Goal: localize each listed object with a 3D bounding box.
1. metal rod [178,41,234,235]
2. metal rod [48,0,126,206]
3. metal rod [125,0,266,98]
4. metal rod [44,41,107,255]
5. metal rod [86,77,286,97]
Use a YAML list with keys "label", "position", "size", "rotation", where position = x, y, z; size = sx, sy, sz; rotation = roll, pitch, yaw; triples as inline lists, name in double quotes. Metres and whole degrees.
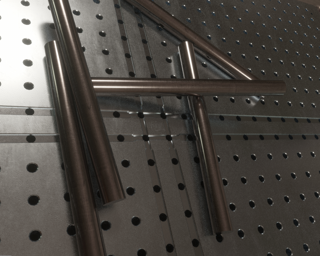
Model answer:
- label: "metal rod"
  position: [0.059, -0.004, 0.444]
  size: [0.025, 0.025, 0.299]
  rotation: [7, 59, -25]
- label: "metal rod"
  position: [-0.095, -0.058, 0.368]
  size: [0.025, 0.025, 0.299]
  rotation: [-8, 70, -32]
- label: "metal rod"
  position: [0.065, -0.147, 0.534]
  size: [0.301, 0.025, 0.025]
  rotation: [34, 51, -6]
- label: "metal rod"
  position: [-0.094, 0.028, 0.341]
  size: [0.025, 0.025, 0.299]
  rotation: [-3, 63, -30]
- label: "metal rod"
  position: [0.049, -0.058, 0.440]
  size: [0.303, 0.025, 0.025]
  rotation: [-2, 63, -19]
